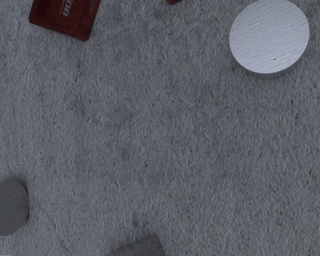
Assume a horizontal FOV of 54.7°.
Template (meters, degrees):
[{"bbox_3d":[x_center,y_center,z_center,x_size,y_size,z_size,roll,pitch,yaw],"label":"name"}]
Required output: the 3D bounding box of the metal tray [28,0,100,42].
[{"bbox_3d":[-0.131,-0.202,0.452,0.090,0.030,0.129,22,97,18],"label":"metal tray"}]

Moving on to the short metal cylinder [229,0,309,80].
[{"bbox_3d":[0.123,-0.098,0.352,0.080,0.050,0.079,0,90,20],"label":"short metal cylinder"}]

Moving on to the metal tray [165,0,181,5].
[{"bbox_3d":[0.027,-0.239,0.396,0.090,0.030,0.129,-21,83,18],"label":"metal tray"}]

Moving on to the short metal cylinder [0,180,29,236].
[{"bbox_3d":[-0.247,0.120,0.467,0.050,0.080,0.080,-6,88,20],"label":"short metal cylinder"}]

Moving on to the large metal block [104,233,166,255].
[{"bbox_3d":[-0.042,0.184,0.395,0.080,0.080,0.050,-28,81,18],"label":"large metal block"}]
